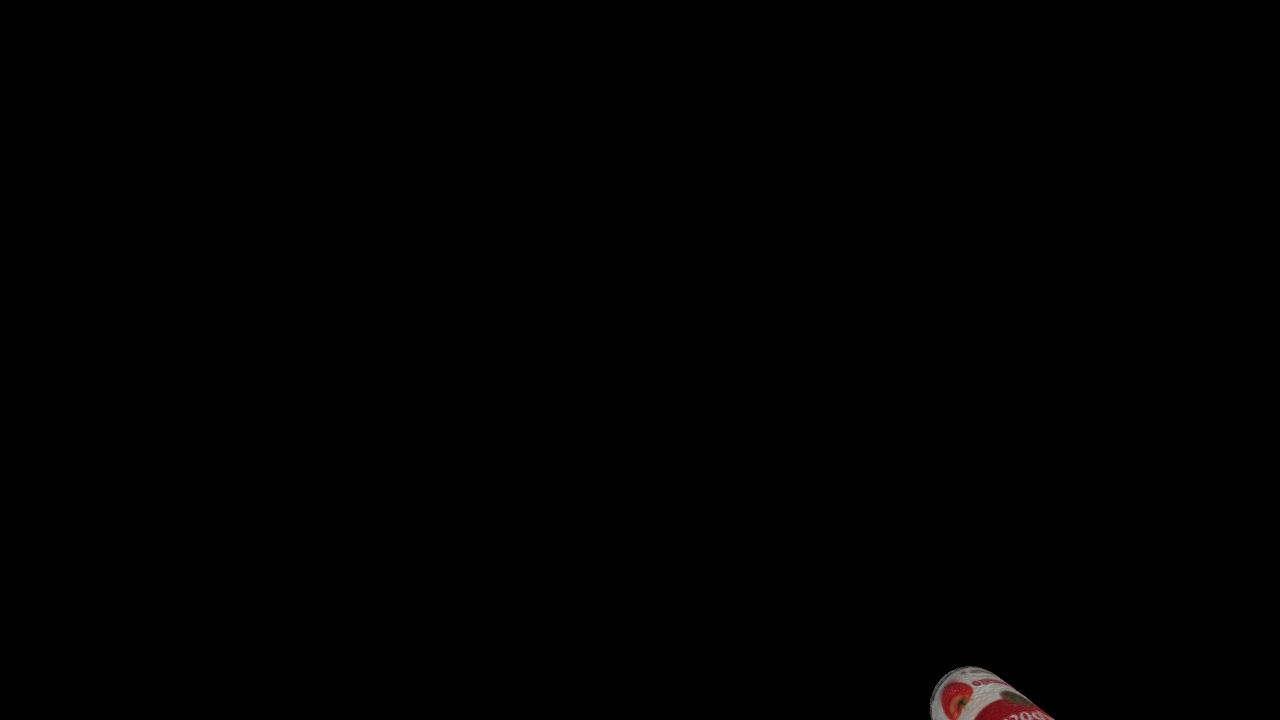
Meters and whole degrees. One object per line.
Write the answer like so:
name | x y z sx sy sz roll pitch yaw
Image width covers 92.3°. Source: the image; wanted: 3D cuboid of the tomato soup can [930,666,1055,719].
tomato soup can | 0.262 0.272 0.435 0.068 0.068 0.101 0 -2 -3
